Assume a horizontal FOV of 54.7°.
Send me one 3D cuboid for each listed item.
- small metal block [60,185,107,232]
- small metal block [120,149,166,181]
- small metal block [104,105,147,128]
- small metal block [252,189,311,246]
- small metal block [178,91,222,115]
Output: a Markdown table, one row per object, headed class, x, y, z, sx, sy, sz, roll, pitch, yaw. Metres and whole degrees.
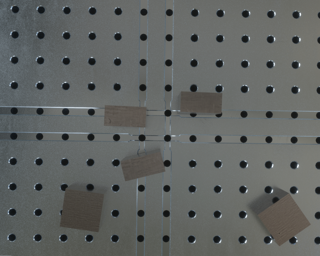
| class | x | y | z | sx | sy | sz | roll | pitch | yaw |
| --- | --- | --- | --- | --- | --- | --- | --- | --- | --- |
| small metal block | -0.101 | 0.106 | 0.412 | 0.050 | 0.025 | 0.050 | 9 | 90 | -1 |
| small metal block | -0.021 | 0.047 | 0.401 | 0.050 | 0.050 | 0.025 | -14 | 90 | 0 |
| small metal block | -0.042 | -0.014 | 0.400 | 0.050 | 0.050 | 0.025 | 3 | 90 | -1 |
| small metal block | 0.162 | 0.119 | 0.416 | 0.050 | 0.025 | 0.050 | -35 | 90 | 0 |
| small metal block | 0.050 | -0.031 | 0.402 | 0.050 | 0.050 | 0.025 | 2 | 90 | -1 |
